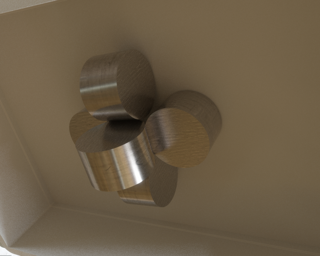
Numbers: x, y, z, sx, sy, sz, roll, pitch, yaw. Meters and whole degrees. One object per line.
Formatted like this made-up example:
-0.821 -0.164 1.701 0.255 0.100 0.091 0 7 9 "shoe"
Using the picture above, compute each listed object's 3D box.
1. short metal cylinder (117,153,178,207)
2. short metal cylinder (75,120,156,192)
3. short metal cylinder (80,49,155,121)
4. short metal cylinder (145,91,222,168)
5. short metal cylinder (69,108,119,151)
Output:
-0.016 0.064 0.419 0.050 0.080 0.080 -2 117 29 "short metal cylinder"
-0.050 0.028 0.358 0.080 0.080 0.050 -1 118 29 "short metal cylinder"
-0.047 -0.049 0.365 0.050 0.080 0.080 -2 117 29 "short metal cylinder"
0.029 0.001 0.375 0.080 0.050 0.079 13 124 21 "short metal cylinder"
-0.078 0.002 0.432 0.080 0.050 0.079 13 124 21 "short metal cylinder"
